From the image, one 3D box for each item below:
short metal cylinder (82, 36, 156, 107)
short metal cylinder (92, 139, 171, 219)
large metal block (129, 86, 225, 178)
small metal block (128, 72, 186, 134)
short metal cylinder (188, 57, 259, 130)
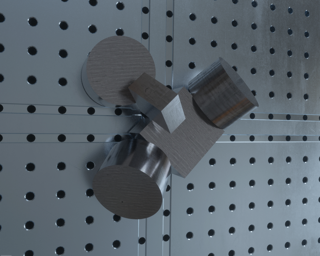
[{"bbox_3d":[-0.052,-0.066,0.377,0.081,0.050,0.079,0,90,-20],"label":"short metal cylinder"},{"bbox_3d":[-0.031,0.060,0.362,0.080,0.050,0.079,7,122,11],"label":"short metal cylinder"},{"bbox_3d":[0.021,0.005,0.401,0.080,0.050,0.080,46,76,-14],"label":"large metal block"},{"bbox_3d":[-0.002,-0.027,0.342,0.050,0.050,0.025,37,76,28],"label":"small metal block"},{"bbox_3d":[0.082,-0.045,0.402,0.050,0.080,0.080,-38,106,24],"label":"short metal cylinder"}]
